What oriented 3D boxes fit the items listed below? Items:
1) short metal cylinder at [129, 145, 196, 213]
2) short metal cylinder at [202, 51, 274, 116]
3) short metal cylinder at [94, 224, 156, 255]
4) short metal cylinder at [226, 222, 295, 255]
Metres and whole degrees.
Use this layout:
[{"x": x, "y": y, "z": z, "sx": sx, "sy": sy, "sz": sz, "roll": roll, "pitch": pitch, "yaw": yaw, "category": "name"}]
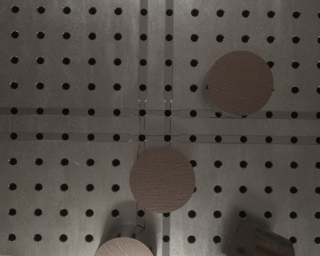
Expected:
[{"x": 0.003, "y": 0.064, "z": 0.401, "sx": 0.081, "sy": 0.050, "sz": 0.079, "roll": 0, "pitch": 90, "yaw": -1, "category": "short metal cylinder"}, {"x": 0.098, "y": -0.055, "z": 0.402, "sx": 0.081, "sy": 0.050, "sz": 0.079, "roll": 0, "pitch": 90, "yaw": -1, "category": "short metal cylinder"}, {"x": -0.044, "y": 0.172, "z": 0.400, "sx": 0.081, "sy": 0.050, "sz": 0.079, "roll": 0, "pitch": 90, "yaw": -1, "category": "short metal cylinder"}, {"x": 0.122, "y": 0.166, "z": 0.388, "sx": 0.050, "sy": 0.080, "sz": 0.080, "roll": 25, "pitch": 90, "yaw": -1, "category": "short metal cylinder"}]
